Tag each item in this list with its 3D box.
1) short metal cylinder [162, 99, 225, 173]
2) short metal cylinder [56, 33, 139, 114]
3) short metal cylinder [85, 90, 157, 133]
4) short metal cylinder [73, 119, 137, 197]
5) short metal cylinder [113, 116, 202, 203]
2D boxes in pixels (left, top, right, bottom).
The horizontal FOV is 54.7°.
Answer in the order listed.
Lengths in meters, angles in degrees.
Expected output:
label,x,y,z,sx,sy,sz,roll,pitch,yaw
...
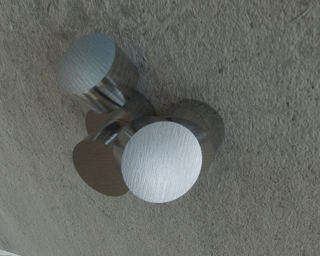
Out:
label,x,y,z,sx,sy,sz,roll,pitch,yaw
short metal cylinder,0.034,0.011,0.379,0.080,0.050,0.079,13,124,20
short metal cylinder,-0.073,-0.063,0.362,0.080,0.080,0.050,0,157,28
short metal cylinder,-0.051,-0.007,0.412,0.080,0.050,0.079,13,124,20
short metal cylinder,-0.058,0.036,0.378,0.080,0.050,0.079,13,124,20
short metal cylinder,-0.004,0.030,0.318,0.080,0.080,0.050,61,169,-16
